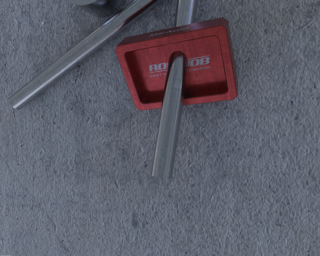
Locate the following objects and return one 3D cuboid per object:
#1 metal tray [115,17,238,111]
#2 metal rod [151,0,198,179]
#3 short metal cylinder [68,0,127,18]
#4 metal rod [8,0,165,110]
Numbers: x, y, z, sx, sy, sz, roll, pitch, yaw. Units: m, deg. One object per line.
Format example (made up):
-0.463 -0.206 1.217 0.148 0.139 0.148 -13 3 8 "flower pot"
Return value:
0.022 -0.073 0.374 0.130 0.030 0.090 -6 123 19 "metal tray"
0.024 -0.090 0.376 0.025 0.025 0.298 6 83 20 "metal rod"
-0.089 -0.200 0.427 0.080 0.050 0.080 0 90 20 "short metal cylinder"
-0.106 -0.115 0.446 0.300 0.025 0.025 -32 80 17 "metal rod"
